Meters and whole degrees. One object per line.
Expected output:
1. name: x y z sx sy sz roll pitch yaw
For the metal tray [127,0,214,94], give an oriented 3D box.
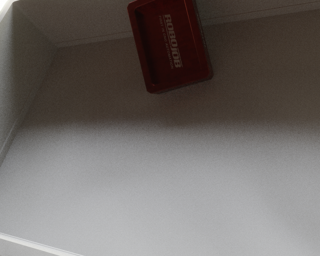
1. metal tray: 0.014 -0.120 0.427 0.090 0.030 0.129 -14 89 20
